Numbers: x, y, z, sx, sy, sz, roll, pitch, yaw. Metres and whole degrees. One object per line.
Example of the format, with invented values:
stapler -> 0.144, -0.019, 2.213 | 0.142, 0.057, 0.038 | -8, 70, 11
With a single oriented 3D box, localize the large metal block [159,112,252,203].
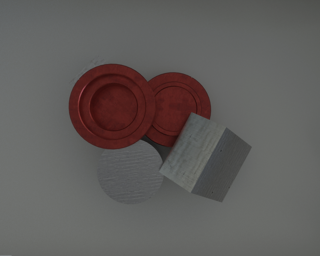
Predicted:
large metal block -> 0.058, 0.038, 0.376 | 0.050, 0.080, 0.080 | 28, 89, 40

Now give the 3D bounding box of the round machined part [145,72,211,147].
round machined part -> 0.017, -0.024, 0.400 | 0.099, 0.042, 0.097 | 0, 90, -1

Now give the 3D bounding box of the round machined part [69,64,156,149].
round machined part -> -0.054, -0.025, 0.371 | 0.099, 0.042, 0.097 | 0, 90, -1

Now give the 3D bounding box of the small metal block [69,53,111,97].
small metal block -> -0.083, -0.063, 0.396 | 0.025, 0.050, 0.050 | 44, 90, -1

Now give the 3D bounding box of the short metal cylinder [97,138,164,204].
short metal cylinder -> -0.035, 0.052, 0.397 | 0.081, 0.050, 0.079 | 0, 90, -1
